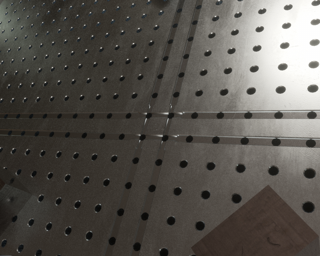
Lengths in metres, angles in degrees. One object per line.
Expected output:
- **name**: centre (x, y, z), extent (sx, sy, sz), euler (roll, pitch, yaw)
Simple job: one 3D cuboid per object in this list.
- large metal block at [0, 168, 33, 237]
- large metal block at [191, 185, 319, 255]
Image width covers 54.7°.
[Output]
- **large metal block**: centre (-0.251, 0.105, 0.457), extent (0.080, 0.050, 0.080), euler (27, 76, 37)
- **large metal block**: centre (0.085, 0.105, 0.264), extent (0.080, 0.080, 0.050), euler (-40, 51, 1)
